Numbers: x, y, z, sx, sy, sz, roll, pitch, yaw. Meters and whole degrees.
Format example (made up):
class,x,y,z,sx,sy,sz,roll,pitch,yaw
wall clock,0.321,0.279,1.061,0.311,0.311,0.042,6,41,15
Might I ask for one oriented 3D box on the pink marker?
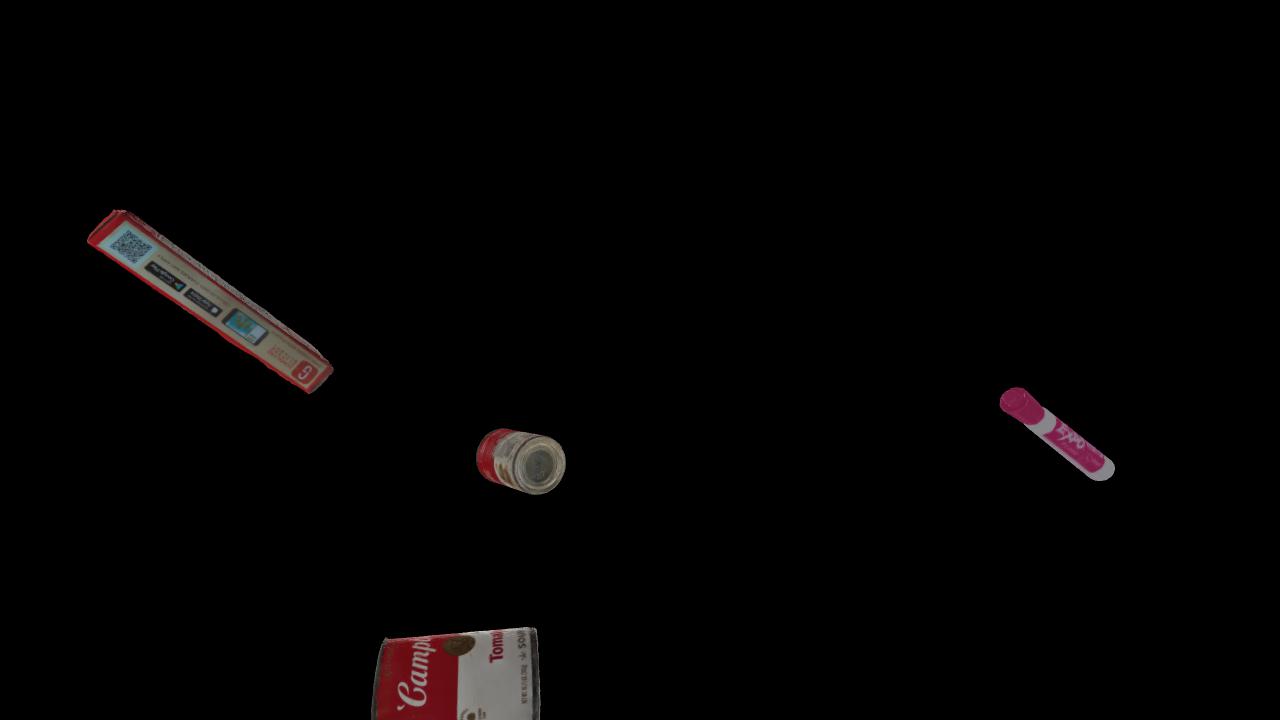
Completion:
class,x,y,z,sx,sy,sz,roll,pitch,yaw
pink marker,0.286,0.051,0.421,0.121,0.020,0.020,30,-13,-24

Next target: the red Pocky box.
class,x,y,z,sx,sy,sz,roll,pitch,yaw
red Pocky box,-0.292,-0.039,0.428,0.083,0.028,0.155,19,-23,53

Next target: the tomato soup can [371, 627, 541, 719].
class,x,y,z,sx,sy,sz,roll,pitch,yaw
tomato soup can,-0.119,0.218,0.409,0.101,0.068,0.068,1,0,-13

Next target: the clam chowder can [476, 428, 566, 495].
class,x,y,z,sx,sy,sz,roll,pitch,yaw
clam chowder can,-0.140,0.117,0.720,0.068,0.068,0.102,0,-1,-38
